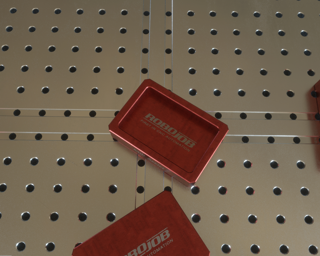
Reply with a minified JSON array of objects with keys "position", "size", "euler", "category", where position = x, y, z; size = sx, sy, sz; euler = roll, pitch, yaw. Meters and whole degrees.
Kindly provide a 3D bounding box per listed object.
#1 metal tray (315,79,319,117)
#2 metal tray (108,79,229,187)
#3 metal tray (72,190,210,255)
[{"position":[0.268,-0.010,0.416],"size":[0.091,0.030,0.130],"euler":[2,70,0],"category":"metal tray"},{"position":[0.011,0.004,0.407],"size":[0.130,0.030,0.090],"euler":[32,73,10],"category":"metal tray"},{"position":[-0.021,0.144,0.356],"size":[0.131,0.030,0.090],"euler":[-31,73,-11],"category":"metal tray"}]
